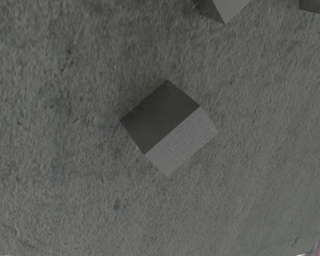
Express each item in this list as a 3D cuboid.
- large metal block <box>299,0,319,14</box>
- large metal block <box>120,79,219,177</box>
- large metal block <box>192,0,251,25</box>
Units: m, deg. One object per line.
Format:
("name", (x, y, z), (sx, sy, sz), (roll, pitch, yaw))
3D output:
("large metal block", (0.227, -0.201, 0.393), (0.080, 0.050, 0.080), (-30, 129, -10))
("large metal block", (0.009, -0.002, 0.376), (0.080, 0.080, 0.050), (-41, 130, 0))
("large metal block", (0.067, -0.171, 0.323), (0.080, 0.050, 0.080), (-43, 130, 1))
